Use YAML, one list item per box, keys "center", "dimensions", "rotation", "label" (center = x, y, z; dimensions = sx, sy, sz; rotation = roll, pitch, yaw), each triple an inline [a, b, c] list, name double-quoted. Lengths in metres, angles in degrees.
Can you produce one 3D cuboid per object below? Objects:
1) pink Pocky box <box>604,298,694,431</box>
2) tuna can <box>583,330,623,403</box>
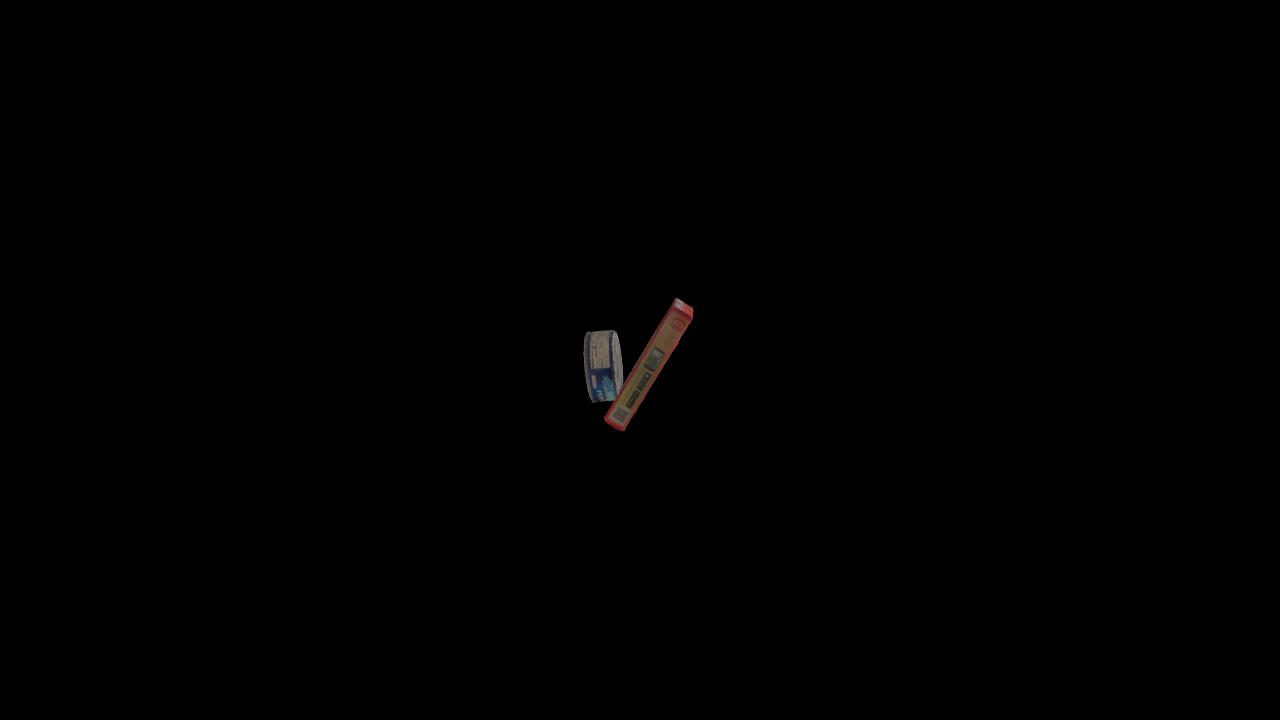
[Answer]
- center: [0.012, 0.004, 0.714]
  dimensions: [0.029, 0.155, 0.084]
  rotation: [31, 13, -1]
  label: "pink Pocky box"
- center: [-0.041, 0.007, 0.717]
  dimensions: [0.034, 0.084, 0.084]
  rotation: [-5, 0, 5]
  label: "tuna can"
